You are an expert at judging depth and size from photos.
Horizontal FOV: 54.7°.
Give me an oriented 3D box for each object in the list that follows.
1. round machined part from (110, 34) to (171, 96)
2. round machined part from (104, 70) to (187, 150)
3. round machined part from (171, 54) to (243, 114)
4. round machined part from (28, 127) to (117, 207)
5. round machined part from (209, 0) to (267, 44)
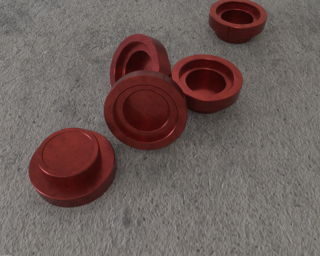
[{"bbox_3d":[-0.023,-0.078,0.434,0.042,0.097,0.098,2,38,-47],"label":"round machined part"},{"bbox_3d":[-0.016,-0.025,0.381,0.099,0.097,0.042,3,28,2],"label":"round machined part"},{"bbox_3d":[0.064,-0.058,0.441,0.099,0.042,0.098,1,50,-1],"label":"round machined part"},{"bbox_3d":[-0.102,0.038,0.359,0.099,0.042,0.098,0,50,0],"label":"round machined part"},{"bbox_3d":[0.135,-0.186,0.549,0.099,0.042,0.098,0,50,0],"label":"round machined part"}]
